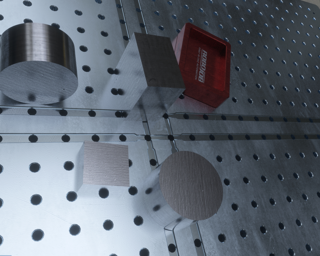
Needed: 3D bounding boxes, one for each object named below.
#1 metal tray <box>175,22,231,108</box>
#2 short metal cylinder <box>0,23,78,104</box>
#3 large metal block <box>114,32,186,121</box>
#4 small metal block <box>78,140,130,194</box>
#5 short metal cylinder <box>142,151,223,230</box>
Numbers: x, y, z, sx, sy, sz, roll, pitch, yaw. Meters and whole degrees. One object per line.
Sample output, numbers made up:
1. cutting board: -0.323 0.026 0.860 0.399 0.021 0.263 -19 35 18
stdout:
1. metal tray: 0.069 -0.105 0.505 0.091 0.030 0.130 22 54 -15
2. short metal cylinder: -0.134 -0.068 0.342 0.081 0.080 0.050 2 61 -28
3. large metal block: -0.017 -0.063 0.402 0.050 0.080 0.080 0 62 -28
4. small metal block: -0.063 0.045 0.347 0.050 0.025 0.050 9 58 -24
5. short metal cylinder: 0.025 0.073 0.361 0.081 0.050 0.080 14 56 -21
